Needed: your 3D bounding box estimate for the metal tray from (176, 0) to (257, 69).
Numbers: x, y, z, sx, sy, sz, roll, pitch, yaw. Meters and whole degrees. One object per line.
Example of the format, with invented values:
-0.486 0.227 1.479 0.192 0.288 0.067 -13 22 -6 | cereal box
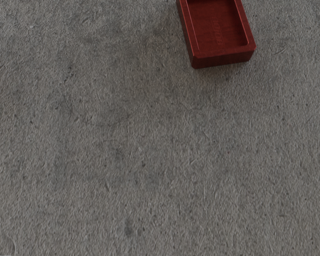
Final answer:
0.080 -0.157 0.463 0.091 0.030 0.129 -9 70 -4 | metal tray
